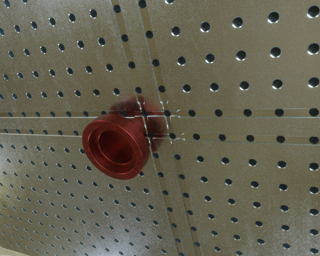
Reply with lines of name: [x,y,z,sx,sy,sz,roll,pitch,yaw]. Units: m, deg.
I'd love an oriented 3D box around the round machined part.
round machined part: [-0.059,0.023,0.446,0.098,0.042,0.097,13,124,21]
